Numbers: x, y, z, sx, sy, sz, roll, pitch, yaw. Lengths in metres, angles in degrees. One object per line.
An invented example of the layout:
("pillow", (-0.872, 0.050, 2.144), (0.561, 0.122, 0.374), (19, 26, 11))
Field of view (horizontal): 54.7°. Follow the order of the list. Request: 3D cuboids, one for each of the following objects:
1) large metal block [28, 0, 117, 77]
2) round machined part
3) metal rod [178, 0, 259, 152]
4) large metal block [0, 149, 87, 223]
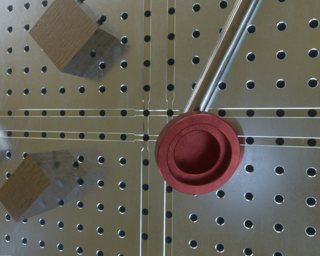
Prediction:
("large metal block", (-0.124, -0.133, 0.443), (0.080, 0.050, 0.080), (-44, 77, 14))
("round machined part", (0.042, 0.027, 0.373), (0.099, 0.042, 0.097), (-3, 105, -10))
("metal rod", (0.082, -0.105, 0.383), (0.025, 0.025, 0.298), (28, 99, 18))
("large metal block", (-0.166, 0.079, 0.442), (0.050, 0.080, 0.080), (46, 104, 14))
